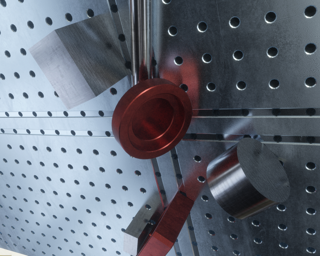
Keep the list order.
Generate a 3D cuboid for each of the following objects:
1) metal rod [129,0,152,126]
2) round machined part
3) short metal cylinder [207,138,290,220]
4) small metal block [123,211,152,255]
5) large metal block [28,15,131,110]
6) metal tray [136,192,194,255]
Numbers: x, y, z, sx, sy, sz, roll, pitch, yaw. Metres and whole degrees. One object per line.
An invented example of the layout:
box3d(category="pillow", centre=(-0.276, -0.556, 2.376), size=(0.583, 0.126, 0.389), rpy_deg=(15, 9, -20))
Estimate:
box3d(category="metal rod", centre=(-0.022, -0.116, 0.349), size=(0.025, 0.025, 0.298), rpy_deg=(14, 124, 20))
box3d(category="round machined part", centre=(-0.013, -0.014, 0.373), size=(0.042, 0.099, 0.097), rpy_deg=(42, 140, 46))
box3d(category="short metal cylinder", centre=(0.101, 0.058, 0.358), size=(0.080, 0.080, 0.050), rpy_deg=(43, 129, -2))
box3d(category="small metal block", centre=(-0.038, 0.179, 0.524), size=(0.025, 0.050, 0.050), rpy_deg=(18, 126, 17))
box3d(category="large metal block", centre=(-0.092, -0.080, 0.373), size=(0.050, 0.080, 0.080), rpy_deg=(-19, 109, 35))
box3d(category="metal tray", centre=(0.000, 0.168, 0.471), size=(0.030, 0.090, 0.129), rpy_deg=(32, 128, 7))
